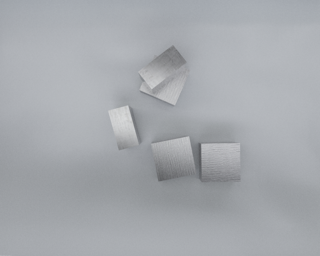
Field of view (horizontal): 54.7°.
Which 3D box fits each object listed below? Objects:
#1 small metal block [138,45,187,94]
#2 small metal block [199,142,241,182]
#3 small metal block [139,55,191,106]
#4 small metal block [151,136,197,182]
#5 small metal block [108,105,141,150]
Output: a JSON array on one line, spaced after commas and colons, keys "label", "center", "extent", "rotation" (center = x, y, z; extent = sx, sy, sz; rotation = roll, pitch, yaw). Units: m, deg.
[{"label": "small metal block", "center": [0.003, -0.069, 0.374], "extent": [0.050, 0.050, 0.025], "rotation": [-38, 90, 0]}, {"label": "small metal block", "center": [0.079, 0.045, 0.413], "extent": [0.050, 0.025, 0.050], "rotation": [-1, 90, -1]}, {"label": "small metal block", "center": [0.006, -0.062, 0.412], "extent": [0.050, 0.025, 0.050], "rotation": [24, 90, -1]}, {"label": "small metal block", "center": [0.018, 0.040, 0.412], "extent": [0.050, 0.025, 0.050], "rotation": [-11, 90, -1]}, {"label": "small metal block", "center": [-0.044, 0.000, 0.398], "extent": [0.025, 0.050, 0.050], "rotation": [-15, 90, 0]}]
